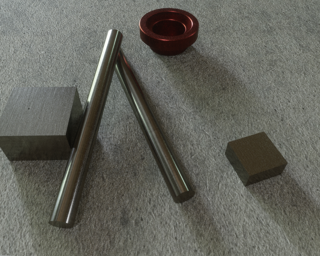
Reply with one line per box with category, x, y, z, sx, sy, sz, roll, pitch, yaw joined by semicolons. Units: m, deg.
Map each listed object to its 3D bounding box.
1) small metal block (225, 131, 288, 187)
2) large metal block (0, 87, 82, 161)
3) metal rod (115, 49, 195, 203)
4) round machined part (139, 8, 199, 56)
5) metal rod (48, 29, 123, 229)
small metal block;0.115;0.037;0.374;0.050;0.025;0.050;-16;52;-13
large metal block;-0.147;-0.006;0.390;0.081;0.050;0.080;-1;50;-1
metal rod;-0.027;-0.032;0.429;0.025;0.025;0.300;-16;52;-14
round machined part;0.015;-0.160;0.527;0.099;0.042;0.098;0;50;0
metal rod;-0.086;-0.023;0.403;0.025;0.025;0.300;5;55;3
